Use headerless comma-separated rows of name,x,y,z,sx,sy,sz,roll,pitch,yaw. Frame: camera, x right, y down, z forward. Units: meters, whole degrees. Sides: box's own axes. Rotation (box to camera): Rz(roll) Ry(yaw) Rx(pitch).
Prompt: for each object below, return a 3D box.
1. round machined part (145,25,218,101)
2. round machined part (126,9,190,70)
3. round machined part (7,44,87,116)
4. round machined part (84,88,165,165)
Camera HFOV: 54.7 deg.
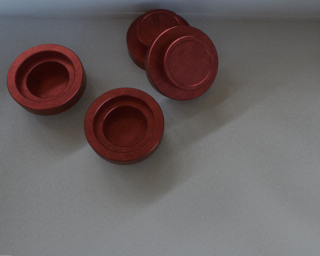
round machined part,0.032,-0.084,0.407,0.099,0.042,0.097,-3,101,-16
round machined part,0.000,-0.132,0.449,0.099,0.042,0.098,0,70,-1
round machined part,-0.149,-0.061,0.421,0.099,0.042,0.098,0,70,-1
round machined part,-0.044,0.001,0.400,0.099,0.042,0.098,0,70,-1
